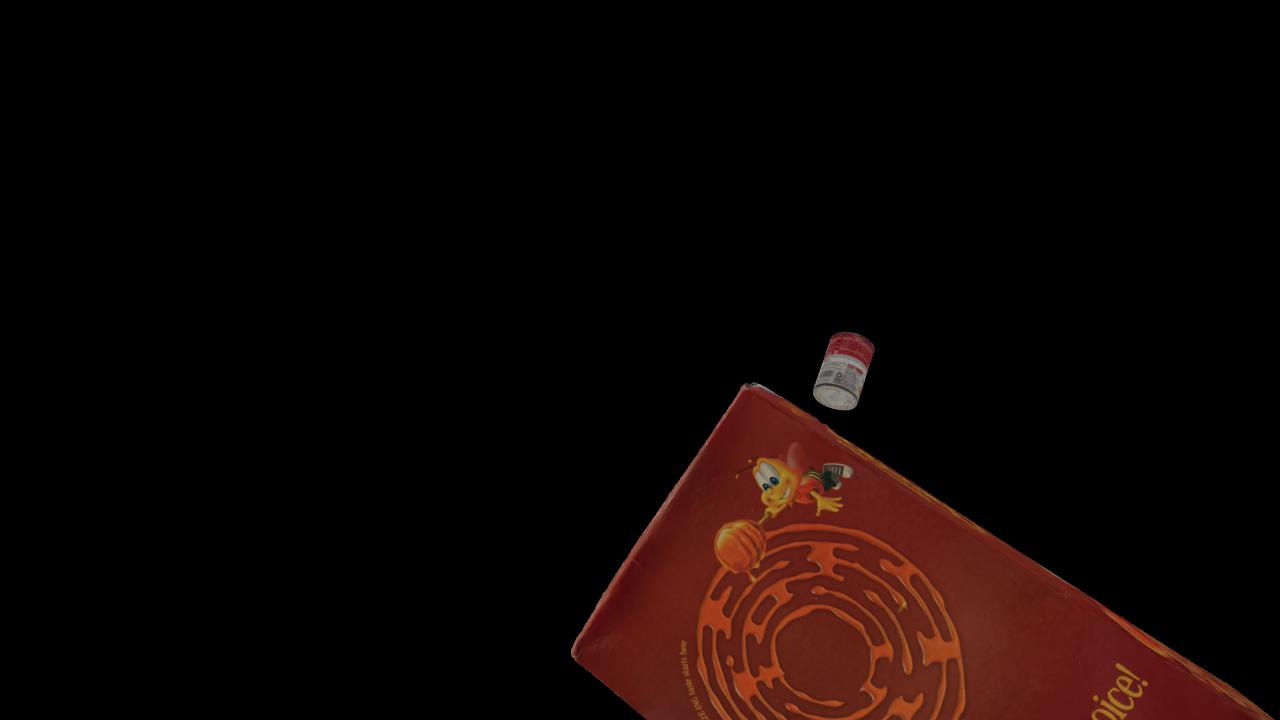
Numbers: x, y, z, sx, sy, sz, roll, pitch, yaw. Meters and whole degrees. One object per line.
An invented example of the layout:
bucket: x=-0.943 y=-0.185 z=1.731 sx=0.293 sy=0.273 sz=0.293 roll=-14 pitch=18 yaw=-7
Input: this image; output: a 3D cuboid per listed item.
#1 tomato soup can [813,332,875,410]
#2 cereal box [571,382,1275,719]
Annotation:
tomato soup can: x=0.305 y=0.017 z=0.922 sx=0.068 sy=0.101 sz=0.068 roll=21 pitch=-28 yaw=12
cereal box: x=0.136 y=0.176 z=0.355 sx=0.306 sy=0.203 sz=0.081 roll=33 pitch=8 yaw=16
